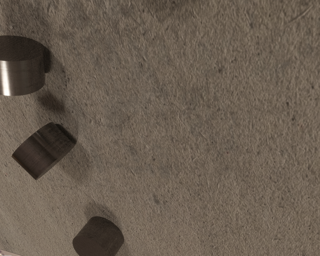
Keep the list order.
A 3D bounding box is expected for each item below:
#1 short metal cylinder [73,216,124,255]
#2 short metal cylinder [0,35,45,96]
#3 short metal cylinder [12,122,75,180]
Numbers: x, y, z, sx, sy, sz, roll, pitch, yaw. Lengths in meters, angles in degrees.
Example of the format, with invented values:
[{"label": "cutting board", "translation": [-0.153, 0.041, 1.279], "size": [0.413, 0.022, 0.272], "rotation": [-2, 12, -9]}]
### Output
[{"label": "short metal cylinder", "translation": [-0.115, 0.214, 0.581], "size": [0.080, 0.050, 0.079], "rotation": [13, 124, 20]}, {"label": "short metal cylinder", "translation": [-0.200, -0.086, 0.421], "size": [0.080, 0.080, 0.050], "rotation": [23, 127, 13]}, {"label": "short metal cylinder", "translation": [-0.181, 0.036, 0.486], "size": [0.050, 0.080, 0.080], "rotation": [47, 129, -5]}]
